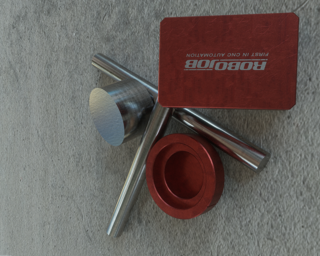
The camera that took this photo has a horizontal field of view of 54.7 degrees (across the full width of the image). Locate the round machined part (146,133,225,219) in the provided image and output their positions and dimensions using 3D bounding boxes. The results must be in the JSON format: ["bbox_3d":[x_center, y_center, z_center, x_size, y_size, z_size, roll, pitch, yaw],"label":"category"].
[{"bbox_3d":[0.033,0.055,0.368,0.098,0.042,0.097,0,90,40],"label":"round machined part"}]

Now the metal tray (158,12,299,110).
[{"bbox_3d":[0.066,-0.064,0.312,0.131,0.030,0.089,2,92,12],"label":"metal tray"}]

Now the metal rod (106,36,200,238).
[{"bbox_3d":[-0.017,0.030,0.398,0.025,0.025,0.298,40,121,32],"label":"metal rod"}]

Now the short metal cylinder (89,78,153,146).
[{"bbox_3d":[-0.051,-0.022,0.415,0.080,0.050,0.079,29,132,40],"label":"short metal cylinder"}]

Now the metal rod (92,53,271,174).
[{"bbox_3d":[0.005,-0.035,0.403,0.300,0.025,0.025,35,112,34],"label":"metal rod"}]
